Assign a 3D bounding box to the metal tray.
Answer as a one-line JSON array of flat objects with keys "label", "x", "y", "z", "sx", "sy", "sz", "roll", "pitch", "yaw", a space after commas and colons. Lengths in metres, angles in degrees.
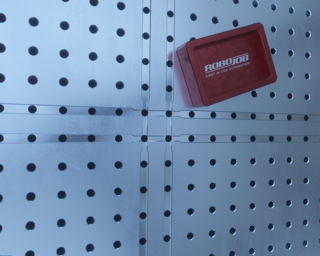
[{"label": "metal tray", "x": 0.099, "y": -0.091, "z": 0.445, "sx": 0.131, "sy": 0.030, "sz": 0.090, "roll": -20, "pitch": 97, "yaw": -19}]
